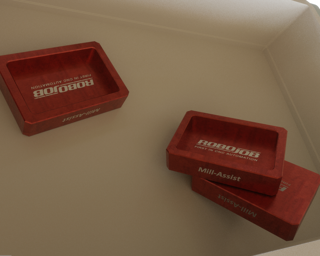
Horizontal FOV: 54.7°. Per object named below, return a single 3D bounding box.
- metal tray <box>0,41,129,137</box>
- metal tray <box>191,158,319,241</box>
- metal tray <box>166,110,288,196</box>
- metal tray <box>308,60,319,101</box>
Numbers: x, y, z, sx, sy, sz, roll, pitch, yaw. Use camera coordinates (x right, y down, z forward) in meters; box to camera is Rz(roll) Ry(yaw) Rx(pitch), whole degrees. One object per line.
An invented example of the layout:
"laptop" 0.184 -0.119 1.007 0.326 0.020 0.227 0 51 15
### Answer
"metal tray" -0.114 -0.052 0.372 0.131 0.030 0.090 -22 74 -36
"metal tray" 0.115 0.067 0.380 0.130 0.030 0.091 24 43 30
"metal tray" 0.083 0.025 0.382 0.130 0.030 0.090 12 41 17
"metal tray" 0.377 -0.076 0.654 0.130 0.030 0.090 31 52 -8
